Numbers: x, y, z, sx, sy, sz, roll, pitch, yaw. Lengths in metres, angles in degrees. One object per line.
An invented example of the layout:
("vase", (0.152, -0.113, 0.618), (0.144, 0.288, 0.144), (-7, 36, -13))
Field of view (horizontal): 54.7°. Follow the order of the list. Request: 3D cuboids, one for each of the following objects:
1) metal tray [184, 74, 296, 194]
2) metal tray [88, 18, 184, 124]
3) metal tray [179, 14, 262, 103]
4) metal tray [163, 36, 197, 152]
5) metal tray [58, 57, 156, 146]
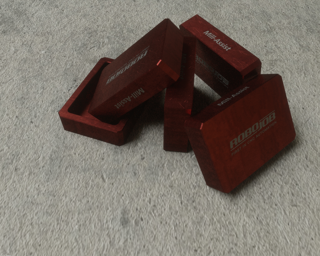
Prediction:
("metal tray", (0.098, 0.003, 0.361), (0.131, 0.090, 0.030), (-32, 22, -24))
("metal tray", (-0.031, -0.068, 0.388), (0.130, 0.030, 0.090), (-28, 38, 36))
("metal tray", (0.083, -0.090, 0.436), (0.030, 0.090, 0.130), (-35, 57, -9))
("metal tray", (0.026, -0.046, 0.401), (0.030, 0.089, 0.130), (5, 51, 4))
("metal tray", (-0.068, -0.042, 0.436), (0.090, 0.030, 0.130), (16, 52, 12))
